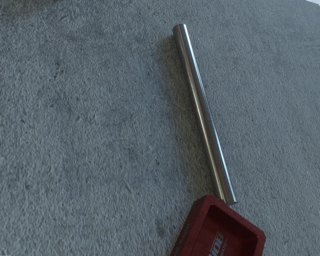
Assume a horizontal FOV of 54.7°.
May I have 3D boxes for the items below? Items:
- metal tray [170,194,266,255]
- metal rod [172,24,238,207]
[{"bbox_3d":[0.059,0.150,0.340,0.090,0.030,0.130,36,51,-4],"label":"metal tray"},{"bbox_3d":[0.059,-0.035,0.456,0.025,0.025,0.299,3,60,-27],"label":"metal rod"}]
